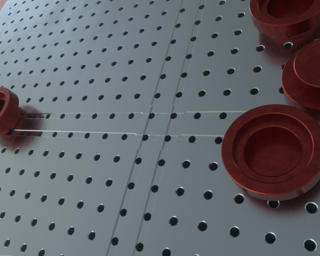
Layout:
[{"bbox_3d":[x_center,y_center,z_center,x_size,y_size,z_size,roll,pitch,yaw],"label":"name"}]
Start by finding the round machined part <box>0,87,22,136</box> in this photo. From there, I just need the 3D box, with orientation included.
[{"bbox_3d":[-0.297,-0.024,0.570,0.098,0.042,0.098,-13,56,21],"label":"round machined part"}]

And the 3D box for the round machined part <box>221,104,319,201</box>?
[{"bbox_3d":[0.117,0.027,0.320,0.098,0.042,0.098,-13,56,21],"label":"round machined part"}]

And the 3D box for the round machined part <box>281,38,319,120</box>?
[{"bbox_3d":[0.184,-0.060,0.338,0.098,0.042,0.098,-13,56,21],"label":"round machined part"}]

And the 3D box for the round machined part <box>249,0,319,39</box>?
[{"bbox_3d":[0.170,-0.155,0.404,0.098,0.042,0.098,-13,56,21],"label":"round machined part"}]
